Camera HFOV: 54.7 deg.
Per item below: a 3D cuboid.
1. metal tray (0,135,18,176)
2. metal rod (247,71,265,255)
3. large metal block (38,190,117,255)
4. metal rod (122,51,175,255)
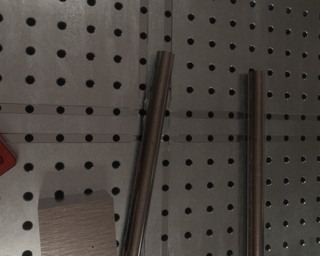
[{"bbox_3d":[-0.233,0.040,0.323,0.131,0.030,0.090,-38,103,-16],"label":"metal tray"},{"bbox_3d":[0.145,0.065,0.467,0.025,0.025,0.298,0,90,-20],"label":"metal rod"},{"bbox_3d":[-0.097,0.122,0.364,0.081,0.050,0.079,-4,92,-20],"label":"large metal block"},{"bbox_3d":[-0.017,0.047,0.407,0.025,0.025,0.298,11,86,-20],"label":"metal rod"}]
